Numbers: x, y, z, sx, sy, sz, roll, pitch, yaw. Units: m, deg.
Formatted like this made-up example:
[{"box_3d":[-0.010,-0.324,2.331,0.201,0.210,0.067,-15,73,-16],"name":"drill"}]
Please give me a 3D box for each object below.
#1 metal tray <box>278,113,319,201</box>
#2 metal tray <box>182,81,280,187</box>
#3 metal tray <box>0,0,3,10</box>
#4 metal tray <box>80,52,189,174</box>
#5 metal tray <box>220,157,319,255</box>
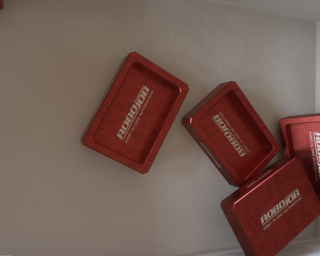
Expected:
[{"box_3d":[0.234,0.044,0.459,0.030,0.090,0.129,-14,95,-46],"name":"metal tray"},{"box_3d":[0.104,0.010,0.445,0.090,0.030,0.130,-42,103,-15],"name":"metal tray"},{"box_3d":[-0.200,-0.158,0.279,0.091,0.130,0.030,-2,80,-20],"name":"metal tray"},{"box_3d":[-0.031,-0.018,0.396,0.090,0.030,0.130,30,80,-18],"name":"metal tray"},{"box_3d":[0.156,0.109,0.427,0.131,0.030,0.090,-29,94,-23],"name":"metal tray"}]
